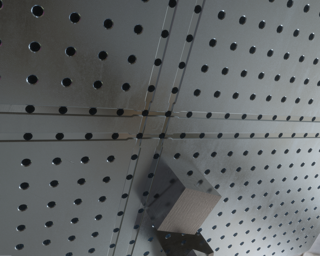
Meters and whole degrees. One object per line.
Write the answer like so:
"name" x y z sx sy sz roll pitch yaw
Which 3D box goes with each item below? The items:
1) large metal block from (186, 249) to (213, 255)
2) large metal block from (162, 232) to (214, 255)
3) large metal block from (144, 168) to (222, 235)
"large metal block" 0.066 0.264 0.532 0.080 0.050 0.080 -50 129 7
"large metal block" 0.050 0.254 0.582 0.081 0.050 0.079 -14 124 -21
"large metal block" 0.036 0.117 0.489 0.080 0.050 0.080 21 107 -37
